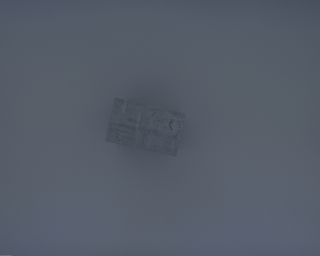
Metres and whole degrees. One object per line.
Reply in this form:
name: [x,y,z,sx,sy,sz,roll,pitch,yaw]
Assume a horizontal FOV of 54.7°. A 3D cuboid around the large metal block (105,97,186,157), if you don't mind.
large metal block: [-0.016,-0.001,0.381,0.080,0.080,0.050,12,90,-1]
